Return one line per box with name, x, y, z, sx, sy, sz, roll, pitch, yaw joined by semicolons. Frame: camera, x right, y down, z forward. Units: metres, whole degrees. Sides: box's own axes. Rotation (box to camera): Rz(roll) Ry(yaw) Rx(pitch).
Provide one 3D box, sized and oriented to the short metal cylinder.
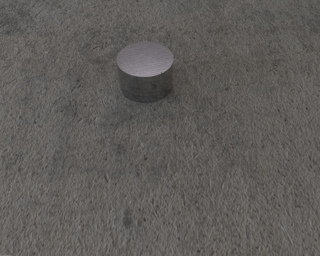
short metal cylinder;-0.021;-0.083;0.457;0.080;0.050;0.080;0;50;0
